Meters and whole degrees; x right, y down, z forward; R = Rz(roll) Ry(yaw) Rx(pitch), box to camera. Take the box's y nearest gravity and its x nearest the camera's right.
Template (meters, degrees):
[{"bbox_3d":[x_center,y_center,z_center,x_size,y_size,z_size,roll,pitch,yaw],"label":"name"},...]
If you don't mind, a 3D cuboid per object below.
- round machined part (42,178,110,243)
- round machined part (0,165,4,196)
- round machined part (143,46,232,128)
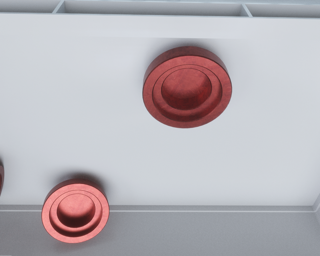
[{"bbox_3d":[-0.131,0.125,0.484,0.099,0.042,0.097,-3,102,-15],"label":"round machined part"},{"bbox_3d":[-0.262,0.097,0.440,0.042,0.098,0.097,14,129,-12],"label":"round machined part"},{"bbox_3d":[0.030,-0.050,0.356,0.099,0.042,0.097,-1,130,0],"label":"round machined part"}]
